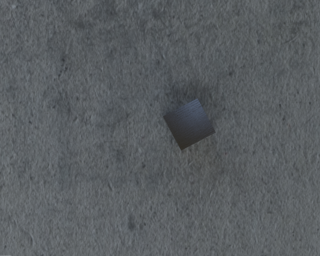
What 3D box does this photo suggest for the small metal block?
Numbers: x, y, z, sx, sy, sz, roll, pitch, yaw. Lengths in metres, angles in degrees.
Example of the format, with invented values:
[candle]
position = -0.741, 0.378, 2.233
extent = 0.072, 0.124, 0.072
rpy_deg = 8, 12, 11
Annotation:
[small metal block]
position = 0.038, -0.005, 0.411
extent = 0.050, 0.025, 0.050
rpy_deg = -28, 90, -1
